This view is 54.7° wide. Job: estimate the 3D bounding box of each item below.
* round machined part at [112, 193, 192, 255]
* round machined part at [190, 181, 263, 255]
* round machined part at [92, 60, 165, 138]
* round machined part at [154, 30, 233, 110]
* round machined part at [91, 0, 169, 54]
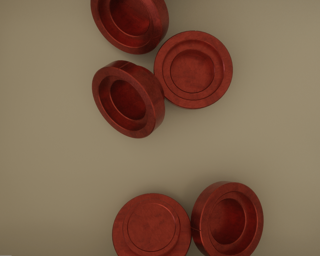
[{"bbox_3d":[-0.010,0.126,0.381,0.099,0.042,0.098,0,58,0],"label":"round machined part"},{"bbox_3d":[0.079,0.116,0.391,0.099,0.042,0.097,2,85,-27],"label":"round machined part"},{"bbox_3d":[-0.034,-0.039,0.384,0.098,0.098,0.042,47,50,-1],"label":"round machined part"},{"bbox_3d":[0.041,-0.072,0.403,0.099,0.042,0.097,0,90,-1],"label":"round machined part"},{"bbox_3d":[-0.033,-0.144,0.384,0.098,0.097,0.042,33,54,-1],"label":"round machined part"}]
